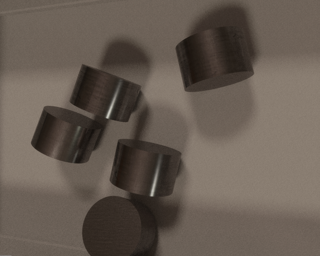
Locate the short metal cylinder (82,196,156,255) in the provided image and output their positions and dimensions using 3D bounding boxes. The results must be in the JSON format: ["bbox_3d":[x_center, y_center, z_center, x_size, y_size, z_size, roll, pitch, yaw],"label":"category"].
[{"bbox_3d":[-0.052,0.132,0.402,0.080,0.050,0.080,-7,69,17],"label":"short metal cylinder"}]

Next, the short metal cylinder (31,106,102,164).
[{"bbox_3d":[-0.127,0.008,0.425,0.080,0.080,0.050,26,99,18],"label":"short metal cylinder"}]

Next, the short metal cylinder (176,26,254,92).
[{"bbox_3d":[0.063,-0.077,0.359,0.080,0.080,0.050,-13,86,19],"label":"short metal cylinder"}]

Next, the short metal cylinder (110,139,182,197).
[{"bbox_3d":[-0.018,0.047,0.387,0.080,0.080,0.050,14,95,19],"label":"short metal cylinder"}]

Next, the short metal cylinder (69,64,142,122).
[{"bbox_3d":[-0.071,-0.046,0.405,0.080,0.080,0.050,23,98,18],"label":"short metal cylinder"}]
